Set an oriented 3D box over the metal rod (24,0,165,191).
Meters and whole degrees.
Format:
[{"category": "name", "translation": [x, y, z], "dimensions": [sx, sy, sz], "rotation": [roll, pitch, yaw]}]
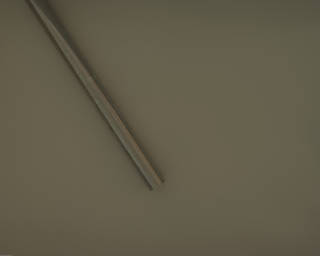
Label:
[{"category": "metal rod", "translation": [-0.086, -0.049, 0.410], "dimensions": [0.025, 0.025, 0.299], "rotation": [-33, 90, 0]}]
